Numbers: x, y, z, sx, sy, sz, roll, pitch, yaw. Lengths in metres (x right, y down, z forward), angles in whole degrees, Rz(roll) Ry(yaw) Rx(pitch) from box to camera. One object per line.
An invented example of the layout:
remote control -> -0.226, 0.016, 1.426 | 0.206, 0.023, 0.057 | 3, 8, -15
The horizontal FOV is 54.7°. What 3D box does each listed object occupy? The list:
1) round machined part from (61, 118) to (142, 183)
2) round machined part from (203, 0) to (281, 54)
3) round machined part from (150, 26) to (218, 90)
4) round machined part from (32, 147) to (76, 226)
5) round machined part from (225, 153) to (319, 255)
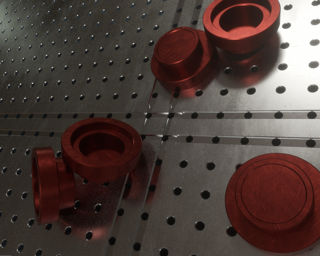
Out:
round machined part -> -0.074, 0.031, 0.394 | 0.099, 0.042, 0.098 | 7, 36, -5
round machined part -> 0.110, -0.139, 0.419 | 0.098, 0.042, 0.098 | -9, 56, 13
round machined part -> 0.030, -0.106, 0.445 | 0.098, 0.042, 0.098 | -13, 56, 20
round machined part -> -0.138, 0.072, 0.402 | 0.098, 0.042, 0.097 | 11, 102, 62
round machined part -> 0.111, 0.068, 0.297 | 0.098, 0.042, 0.098 | -13, 56, 20
